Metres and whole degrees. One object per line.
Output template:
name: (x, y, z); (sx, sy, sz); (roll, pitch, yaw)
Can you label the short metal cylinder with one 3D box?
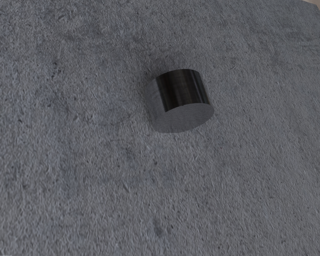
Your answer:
short metal cylinder: (0.025, -0.033, 0.405); (0.081, 0.080, 0.050); (-1, 63, -29)
